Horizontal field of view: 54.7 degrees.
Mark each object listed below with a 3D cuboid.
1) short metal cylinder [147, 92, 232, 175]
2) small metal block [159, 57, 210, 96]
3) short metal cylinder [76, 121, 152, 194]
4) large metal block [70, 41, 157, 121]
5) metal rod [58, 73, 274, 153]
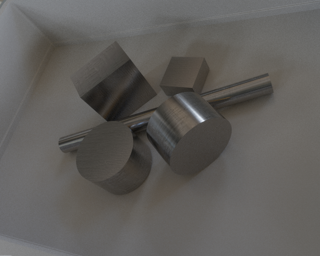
[{"bbox_3d":[0.032,0.006,0.347,0.080,0.080,0.050,-40,51,0],"label":"short metal cylinder"},{"bbox_3d":[0.034,-0.070,0.428,0.050,0.025,0.050,9,66,31],"label":"small metal block"},{"bbox_3d":[-0.057,0.038,0.392,0.080,0.050,0.080,-13,56,20],"label":"short metal cylinder"},{"bbox_3d":[-0.064,-0.060,0.438,0.080,0.080,0.050,-37,51,3],"label":"large metal block"},{"bbox_3d":[-0.006,-0.014,0.415,0.301,0.025,0.025,-16,55,18],"label":"metal rod"}]
